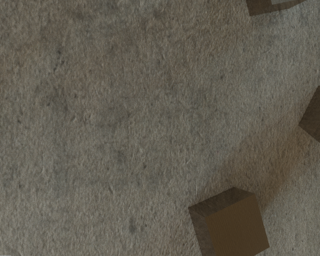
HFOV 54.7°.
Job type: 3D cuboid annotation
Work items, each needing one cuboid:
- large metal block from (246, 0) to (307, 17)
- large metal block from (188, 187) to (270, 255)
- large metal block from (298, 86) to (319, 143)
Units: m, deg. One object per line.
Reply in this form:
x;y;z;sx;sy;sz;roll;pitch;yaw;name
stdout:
0.172;-0.220;0.461;0.081;0.050;0.080;-18;96;-20;large metal block
0.096;0.139;0.433;0.081;0.050;0.080;-19;97;-19;large metal block
0.288;-0.016;0.505;0.080;0.050;0.080;34;79;-17;large metal block
